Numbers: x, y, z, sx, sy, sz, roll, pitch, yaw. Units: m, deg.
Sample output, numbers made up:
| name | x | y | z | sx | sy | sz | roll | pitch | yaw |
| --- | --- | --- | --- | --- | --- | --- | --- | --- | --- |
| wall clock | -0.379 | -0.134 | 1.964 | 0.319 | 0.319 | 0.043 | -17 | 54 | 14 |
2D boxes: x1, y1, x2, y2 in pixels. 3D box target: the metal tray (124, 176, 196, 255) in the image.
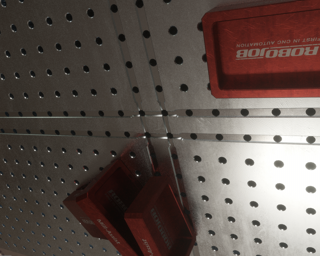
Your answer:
| name | x | y | z | sx | sy | sz | roll | pitch | yaw |
| --- | --- | --- | --- | --- | --- | --- | --- | --- | --- |
| metal tray | 0.006 | 0.147 | 0.455 | 0.030 | 0.090 | 0.129 | -10 | 113 | 32 |

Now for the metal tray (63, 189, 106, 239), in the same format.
| name | x | y | z | sx | sy | sz | roll | pitch | yaw |
| --- | --- | --- | --- | --- | --- | --- | --- | --- | --- |
| metal tray | -0.110 | 0.148 | 0.530 | 0.090 | 0.030 | 0.130 | 53 | 146 | -10 |

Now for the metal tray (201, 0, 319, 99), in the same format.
| name | x | y | z | sx | sy | sz | roll | pitch | yaw |
| --- | --- | --- | --- | --- | --- | --- | --- | --- | --- |
| metal tray | 0.112 | -0.076 | 0.301 | 0.130 | 0.030 | 0.089 | 2 | 120 | 27 |

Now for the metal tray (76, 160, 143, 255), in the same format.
| name | x | y | z | sx | sy | sz | roll | pitch | yaw |
| --- | --- | --- | --- | --- | --- | --- | --- | --- | --- |
| metal tray | -0.054 | 0.125 | 0.473 | 0.030 | 0.090 | 0.130 | -30 | 102 | 37 |
